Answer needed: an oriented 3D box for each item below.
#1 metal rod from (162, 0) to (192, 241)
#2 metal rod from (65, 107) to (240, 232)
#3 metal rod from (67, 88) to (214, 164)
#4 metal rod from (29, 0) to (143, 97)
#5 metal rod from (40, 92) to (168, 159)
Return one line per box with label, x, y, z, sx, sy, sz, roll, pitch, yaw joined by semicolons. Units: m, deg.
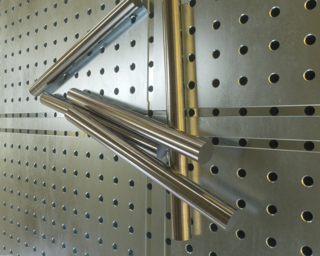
metal rod;0.021;-0.012;0.392;0.025;0.025;0.298;-4;87;40
metal rod;-0.032;0.036;0.403;0.300;0.025;0.025;29;108;36
metal rod;-0.050;-0.015;0.430;0.300;0.025;0.025;23;105;44
metal rod;-0.141;-0.127;0.527;0.299;0.025;0.025;-26;73;37
metal rod;-0.107;-0.014;0.499;0.300;0.025;0.025;21;103;38
